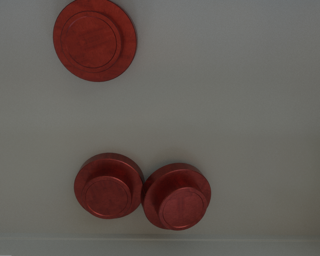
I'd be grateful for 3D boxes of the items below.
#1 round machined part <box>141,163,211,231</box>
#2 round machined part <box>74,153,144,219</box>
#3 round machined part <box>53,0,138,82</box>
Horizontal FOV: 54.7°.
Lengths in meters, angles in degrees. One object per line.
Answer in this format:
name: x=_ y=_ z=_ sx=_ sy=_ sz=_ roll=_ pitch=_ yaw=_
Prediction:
round machined part: x=0.026 y=0.101 z=0.427 sx=0.099 sy=0.042 sz=0.097 roll=-6 pitch=112 yaw=-14
round machined part: x=-0.071 y=0.087 z=0.434 sx=0.099 sy=0.042 sz=0.097 roll=0 pitch=110 yaw=0
round machined part: x=-0.077 y=-0.102 z=0.364 sx=0.099 sy=0.042 sz=0.097 roll=0 pitch=110 yaw=0
